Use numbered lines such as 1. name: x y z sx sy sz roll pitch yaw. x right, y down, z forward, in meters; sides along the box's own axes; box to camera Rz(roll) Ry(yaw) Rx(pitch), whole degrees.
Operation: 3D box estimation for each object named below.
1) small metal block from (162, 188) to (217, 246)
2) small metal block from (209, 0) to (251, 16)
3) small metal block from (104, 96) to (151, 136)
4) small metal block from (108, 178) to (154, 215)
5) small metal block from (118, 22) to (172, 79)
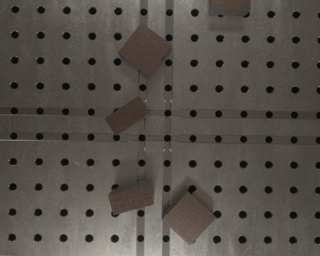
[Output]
1. small metal block: 0.038 0.118 0.414 0.050 0.025 0.050 43 90 -1
2. small metal block: 0.093 -0.179 0.415 0.050 0.025 0.050 1 90 -1
3. small metal block: -0.040 -0.015 0.400 0.050 0.050 0.025 -34 90 0
4. small metal block: -0.035 0.087 0.401 0.050 0.050 0.025 -15 90 0
5. small metal block: -0.019 -0.102 0.413 0.050 0.025 0.050 37 90 -1
